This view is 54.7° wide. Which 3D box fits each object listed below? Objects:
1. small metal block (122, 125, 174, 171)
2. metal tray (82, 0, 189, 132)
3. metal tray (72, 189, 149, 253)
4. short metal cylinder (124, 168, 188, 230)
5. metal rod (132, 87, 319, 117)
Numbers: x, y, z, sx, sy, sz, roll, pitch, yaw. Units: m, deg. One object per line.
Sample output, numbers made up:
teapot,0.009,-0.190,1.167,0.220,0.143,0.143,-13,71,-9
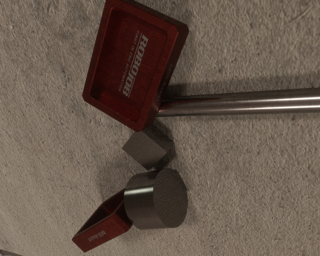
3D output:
small metal block,-0.017,0.024,0.430,0.050,0.025,0.050,40,129,0
metal tray,-0.033,-0.071,0.356,0.090,0.030,0.129,30,119,15
metal tray,-0.073,0.136,0.485,0.030,0.090,0.129,48,129,-5
short metal cylinder,-0.004,0.100,0.434,0.050,0.080,0.080,-17,110,34
metal rod,0.102,-0.027,0.335,0.300,0.025,0.025,-1,118,28
